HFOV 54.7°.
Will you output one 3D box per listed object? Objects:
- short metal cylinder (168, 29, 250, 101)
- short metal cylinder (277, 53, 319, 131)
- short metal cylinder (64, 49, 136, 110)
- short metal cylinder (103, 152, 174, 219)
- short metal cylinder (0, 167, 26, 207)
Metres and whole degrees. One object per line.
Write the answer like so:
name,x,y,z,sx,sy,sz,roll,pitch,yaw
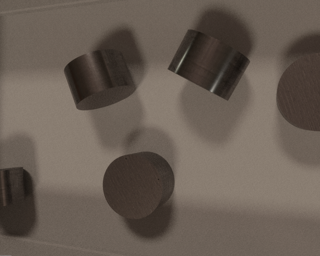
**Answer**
short metal cylinder,0.056,-0.072,0.361,0.080,0.080,0.050,31,100,17
short metal cylinder,0.170,-0.037,0.337,0.080,0.050,0.079,0,90,19
short metal cylinder,-0.079,-0.062,0.408,0.080,0.080,0.050,-23,83,18
short metal cylinder,-0.027,0.072,0.406,0.080,0.050,0.079,0,90,19
short metal cylinder,-0.248,0.089,0.467,0.080,0.080,0.050,-7,88,19
